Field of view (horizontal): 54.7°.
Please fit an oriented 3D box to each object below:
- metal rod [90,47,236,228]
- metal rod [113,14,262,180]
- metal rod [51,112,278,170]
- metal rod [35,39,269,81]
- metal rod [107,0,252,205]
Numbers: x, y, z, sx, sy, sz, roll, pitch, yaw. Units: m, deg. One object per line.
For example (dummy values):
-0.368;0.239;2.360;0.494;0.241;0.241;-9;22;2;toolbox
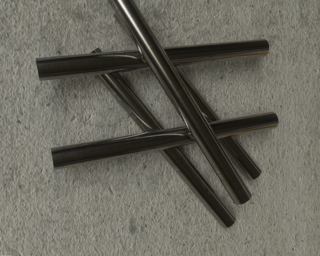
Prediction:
0.007;0.022;0.413;0.025;0.025;0.300;-43;104;-15;metal rod
0.046;-0.040;0.428;0.025;0.025;0.300;-45;104;-15;metal rod
0.022;0.011;0.393;0.303;0.025;0.025;-9;93;-20;metal rod
0.007;-0.089;0.387;0.303;0.025;0.025;-10;94;-20;metal rod
0.027;-0.032;0.368;0.025;0.025;0.299;-37;102;-17;metal rod
